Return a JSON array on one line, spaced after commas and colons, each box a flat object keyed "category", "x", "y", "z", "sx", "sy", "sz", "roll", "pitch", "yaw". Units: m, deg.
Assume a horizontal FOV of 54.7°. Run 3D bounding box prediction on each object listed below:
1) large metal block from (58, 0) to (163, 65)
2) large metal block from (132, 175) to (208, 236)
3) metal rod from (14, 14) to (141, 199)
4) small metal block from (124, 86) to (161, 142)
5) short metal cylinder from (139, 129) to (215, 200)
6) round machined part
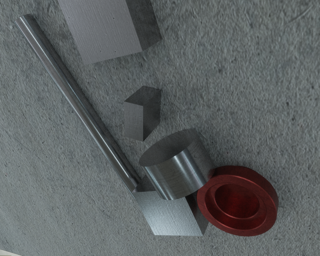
[{"category": "large metal block", "x": -0.054, "y": -0.122, "z": 0.342, "sx": 0.080, "sy": 0.050, "sz": 0.080, "roll": -5, "pitch": 116, "yaw": 30}, {"category": "large metal block", "x": 0.020, "y": 0.106, "z": 0.445, "sx": 0.080, "sy": 0.050, "sz": 0.080, "roll": -12, "pitch": 113, "yaw": 33}, {"category": "metal rod", "x": -0.107, "y": -0.021, "z": 0.447, "sx": 0.025, "sy": 0.025, "sz": 0.299, "roll": -21, "pitch": 108, "yaw": 35}, {"category": "small metal block", "x": -0.021, "y": -0.019, "z": 0.389, "sx": 0.025, "sy": 0.050, "sz": 0.050, "roll": 15, "pitch": 124, "yaw": 19}, {"category": "short metal cylinder", "x": 0.021, "y": 0.044, "z": 0.386, "sx": 0.080, "sy": 0.080, "sz": 0.050, "roll": -19, "pitch": 109, "yaw": 35}, {"category": "round machined part", "x": 0.100, "y": 0.087, "z": 0.397, "sx": 0.098, "sy": 0.042, "sz": 0.097, "roll": 13, "pitch": 124, "yaw": 20}]
